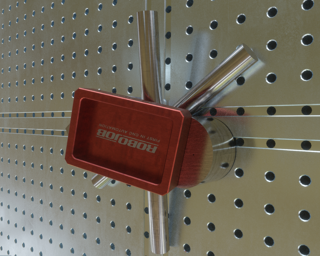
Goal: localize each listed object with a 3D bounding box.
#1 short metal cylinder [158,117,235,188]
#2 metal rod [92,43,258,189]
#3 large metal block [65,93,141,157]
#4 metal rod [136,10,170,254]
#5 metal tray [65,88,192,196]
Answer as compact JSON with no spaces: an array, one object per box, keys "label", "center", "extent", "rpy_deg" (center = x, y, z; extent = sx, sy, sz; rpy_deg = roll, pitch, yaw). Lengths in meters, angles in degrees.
[{"label":"short metal cylinder","center":[0.039,0.026,0.358],"extent":[0.080,0.050,0.079],"rpy_deg":[0,90,39]},{"label":"metal rod","center":[0.000,0.002,0.408],"extent":[0.299,0.025,0.025],"rpy_deg":[-41,66,32]},{"label":"large metal block","center":[-0.068,-0.001,0.426],"extent":[0.080,0.081,0.050],"rpy_deg":[-41,65,32]},{"label":"metal rod","center":[-0.007,0.013,0.384],"extent":[0.025,0.025,0.298],"rpy_deg":[5,102,39]},{"label":"metal tray","center":[-0.038,0.011,0.344],"extent":[0.130,0.030,0.089],"rpy_deg":[14,99,20]}]
